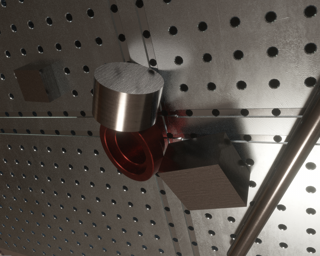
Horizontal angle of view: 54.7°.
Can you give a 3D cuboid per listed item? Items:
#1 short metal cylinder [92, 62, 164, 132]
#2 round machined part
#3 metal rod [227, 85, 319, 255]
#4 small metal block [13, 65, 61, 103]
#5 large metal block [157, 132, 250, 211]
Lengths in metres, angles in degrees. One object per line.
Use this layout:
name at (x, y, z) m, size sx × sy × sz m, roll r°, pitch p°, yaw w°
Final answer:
short metal cylinder at (-0.039, -0.039, 0.370) m, size 0.080 × 0.080 × 0.050 m, roll 22°, pitch 125°, yaw 14°
round machined part at (-0.032, 0.020, 0.418) m, size 0.098 × 0.042 × 0.097 m, roll 25°, pitch 133°, yaw 31°
metal rod at (0.141, 0.078, 0.384) m, size 0.025 × 0.025 × 0.298 m, roll 23°, pitch 127°, yaw 14°
small metal block at (-0.183, -0.067, 0.464) m, size 0.050 × 0.025 × 0.050 m, roll 5°, pitch 121°, yaw 25°
large metal block at (0.057, 0.057, 0.387) m, size 0.080 × 0.050 × 0.080 m, roll -14°, pitch 127°, yaw 33°
